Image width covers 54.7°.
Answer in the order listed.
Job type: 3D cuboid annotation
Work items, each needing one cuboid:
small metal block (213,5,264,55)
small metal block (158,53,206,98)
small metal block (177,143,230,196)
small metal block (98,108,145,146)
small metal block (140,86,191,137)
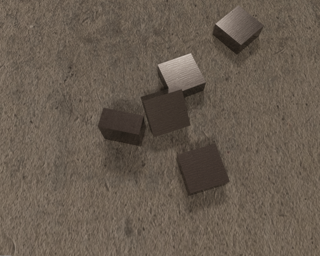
[{"bbox_3d":[0.116,-0.147,0.463,0.050,0.025,0.050,-41,76,-14],"label":"small metal block"},{"bbox_3d":[0.030,-0.070,0.434,0.050,0.025,0.050,-21,72,-8],"label":"small metal block"},{"bbox_3d":[0.053,0.053,0.390,0.050,0.025,0.050,-16,71,-6],"label":"small metal block"},{"bbox_3d":[-0.047,0.000,0.394,0.050,0.050,0.025,11,71,4],"label":"small metal block"},{"bbox_3d":[0.007,-0.022,0.403,0.050,0.025,0.050,-18,110,-7],"label":"small metal block"}]
